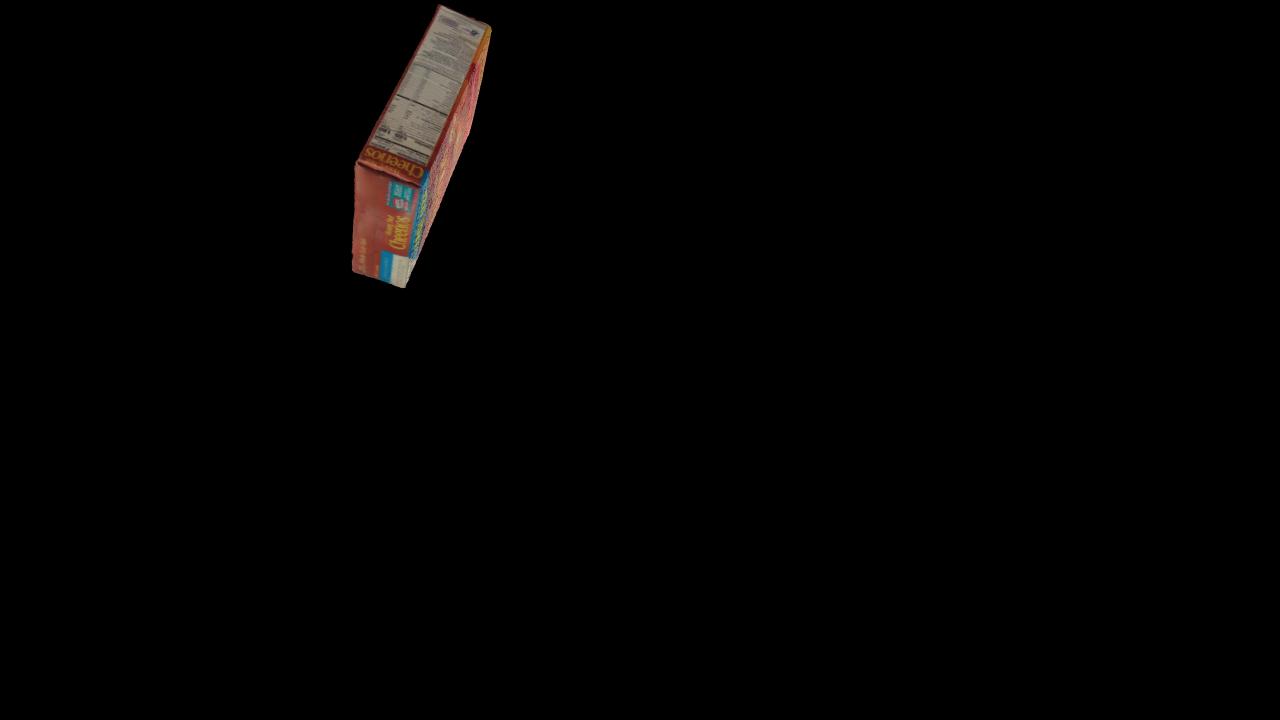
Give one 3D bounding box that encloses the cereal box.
[{"bbox_3d":[-0.278,-0.270,0.787,0.081,0.306,0.203,18,-33,-16],"label":"cereal box"}]
